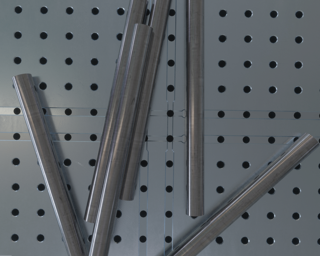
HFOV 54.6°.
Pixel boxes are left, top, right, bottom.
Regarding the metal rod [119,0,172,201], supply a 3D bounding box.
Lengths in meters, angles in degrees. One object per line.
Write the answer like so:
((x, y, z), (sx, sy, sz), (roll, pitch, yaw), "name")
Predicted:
((-0.019, -0.053, 0.413), (0.025, 0.025, 0.299), (11, 90, 0), "metal rod")

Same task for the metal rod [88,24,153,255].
((-0.050, 0.019, 0.392), (0.025, 0.025, 0.299), (11, 90, 0), "metal rod")

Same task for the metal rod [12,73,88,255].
((-0.138, 0.074, 0.412), (0.025, 0.025, 0.299), (-18, 90, 0), "metal rod")

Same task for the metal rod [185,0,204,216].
((0.047, -0.035, 0.413), (0.025, 0.025, 0.298), (0, 90, 0), "metal rod")

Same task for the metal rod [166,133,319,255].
((0.091, 0.115, 0.413), (0.300, 0.025, 0.025), (-42, 90, 0), "metal rod")

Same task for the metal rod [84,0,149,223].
((-0.058, -0.024, 0.412), (0.025, 0.025, 0.299), (12, 90, 0), "metal rod")
